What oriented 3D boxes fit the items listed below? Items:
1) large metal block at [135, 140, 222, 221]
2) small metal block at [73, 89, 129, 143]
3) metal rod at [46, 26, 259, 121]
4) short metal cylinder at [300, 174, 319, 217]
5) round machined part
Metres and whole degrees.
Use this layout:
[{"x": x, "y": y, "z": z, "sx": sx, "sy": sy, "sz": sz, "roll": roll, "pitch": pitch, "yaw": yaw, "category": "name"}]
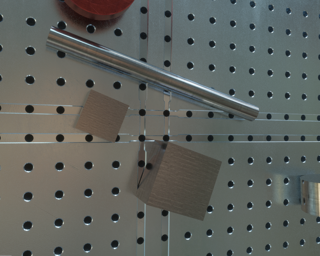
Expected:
[{"x": 0.024, "y": 0.068, "z": 0.410, "sx": 0.080, "sy": 0.050, "sz": 0.080, "roll": 21, "pitch": 83, "yaw": -19, "category": "large metal block"}, {"x": -0.073, "y": -0.014, "z": 0.386, "sx": 0.050, "sy": 0.025, "sz": 0.050, "roll": 23, "pitch": 82, "yaw": -19, "category": "small metal block"}, {"x": 0.005, "y": -0.065, "z": 0.415, "sx": 0.302, "sy": 0.025, "sz": 0.025, "roll": 18, "pitch": 84, "yaw": -20, "category": "metal rod"}, {"x": 0.263, "y": 0.104, "z": 0.483, "sx": 0.081, "sy": 0.080, "sz": 0.050, "roll": -3, "pitch": 92, "yaw": -20, "category": "short metal cylinder"}, {"x": -0.077, "y": -0.179, "z": 0.376, "sx": 0.099, "sy": 0.042, "sz": 0.097, "roll": 0, "pitch": 90, "yaw": -21, "category": "round machined part"}]
